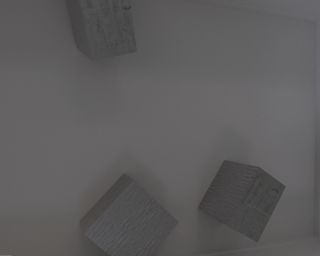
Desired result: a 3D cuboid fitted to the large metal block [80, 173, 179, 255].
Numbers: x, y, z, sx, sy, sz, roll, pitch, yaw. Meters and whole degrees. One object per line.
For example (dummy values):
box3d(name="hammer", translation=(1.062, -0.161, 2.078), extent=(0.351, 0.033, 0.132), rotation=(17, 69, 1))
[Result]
box3d(name="large metal block", translation=(-0.039, 0.116, 0.383), extent=(0.080, 0.050, 0.080), rotation=(46, 76, -14))

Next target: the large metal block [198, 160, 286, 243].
box3d(name="large metal block", translation=(0.108, 0.095, 0.421), extent=(0.050, 0.080, 0.080), rotation=(35, 79, -17))

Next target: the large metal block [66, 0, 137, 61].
box3d(name="large metal block", translation=(-0.068, -0.126, 0.343), extent=(0.050, 0.080, 0.079), rotation=(-17, 119, -19))
